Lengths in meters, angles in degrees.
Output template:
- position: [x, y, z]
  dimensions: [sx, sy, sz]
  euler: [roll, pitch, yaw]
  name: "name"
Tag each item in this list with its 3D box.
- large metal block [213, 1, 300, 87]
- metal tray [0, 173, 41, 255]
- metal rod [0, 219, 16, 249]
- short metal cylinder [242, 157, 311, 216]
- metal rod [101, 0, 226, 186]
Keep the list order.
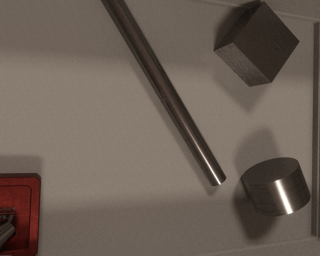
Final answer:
- position: [0.140, -0.119, 0.451]
  dimensions: [0.080, 0.050, 0.080]
  euler: [40, 77, -16]
  name: "large metal block"
- position: [-0.200, 0.096, 0.334]
  dimensions: [0.131, 0.030, 0.089]
  euler: [2, 89, -21]
  name: "metal tray"
- position: [-0.221, 0.165, 0.209]
  dimensions: [0.025, 0.025, 0.301]
  euler: [62, 29, -10]
  name: "metal rod"
- position: [0.166, 0.082, 0.445]
  dimensions: [0.081, 0.080, 0.050]
  euler: [-26, 99, -18]
  name: "short metal cylinder"
- position: [0.007, -0.050, 0.414]
  dimensions: [0.025, 0.025, 0.299]
  euler: [-35, 102, -17]
  name: "metal rod"
